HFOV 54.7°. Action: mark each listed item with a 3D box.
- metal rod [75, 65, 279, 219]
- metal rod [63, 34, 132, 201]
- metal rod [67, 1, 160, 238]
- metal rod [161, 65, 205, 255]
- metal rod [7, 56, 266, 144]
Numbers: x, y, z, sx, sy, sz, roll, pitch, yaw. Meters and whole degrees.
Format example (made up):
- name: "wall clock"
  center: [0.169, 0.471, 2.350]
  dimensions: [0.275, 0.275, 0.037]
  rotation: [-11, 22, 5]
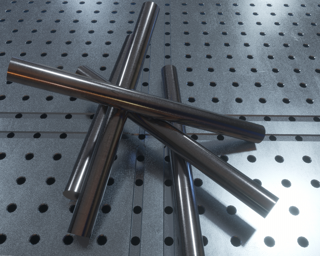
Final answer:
- name: "metal rod"
  center: [0.001, 0.001, 0.372]
  dimensions: [0.300, 0.025, 0.025]
  rotation: [35, 58, 26]
- name: "metal rod"
  center: [-0.071, -0.038, 0.438]
  dimensions: [0.025, 0.025, 0.300]
  rotation: [7, 50, 6]
- name: "metal rod"
  center: [-0.048, -0.027, 0.368]
  dimensions: [0.025, 0.025, 0.299]
  rotation: [11, 70, 9]
- name: "metal rod"
  center: [0.023, 0.026, 0.386]
  dimensions: [0.025, 0.025, 0.300]
  rotation: [-3, 50, -3]
- name: "metal rod"
  center: [-0.009, -0.025, 0.355]
  dimensions: [0.302, 0.025, 0.025]
  rotation: [14, 47, -19]
